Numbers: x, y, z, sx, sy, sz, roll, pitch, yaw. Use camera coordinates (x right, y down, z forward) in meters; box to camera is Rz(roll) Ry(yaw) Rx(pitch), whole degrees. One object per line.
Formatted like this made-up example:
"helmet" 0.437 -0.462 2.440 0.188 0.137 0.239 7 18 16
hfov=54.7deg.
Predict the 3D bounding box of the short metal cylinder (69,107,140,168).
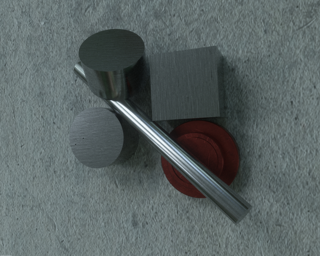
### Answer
"short metal cylinder" -0.075 0.012 0.424 0.080 0.050 0.080 0 90 20

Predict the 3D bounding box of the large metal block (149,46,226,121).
"large metal block" 0.035 -0.050 0.382 0.080 0.050 0.080 -3 89 20

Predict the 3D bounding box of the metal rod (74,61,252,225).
"metal rod" -0.015 0.000 0.380 0.300 0.025 0.025 41 103 28

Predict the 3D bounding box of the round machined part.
"round machined part" 0.047 0.039 0.384 0.098 0.042 0.097 0 90 20

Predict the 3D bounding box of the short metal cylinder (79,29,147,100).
"short metal cylinder" -0.058 -0.082 0.397 0.080 0.050 0.080 -1 53 2
